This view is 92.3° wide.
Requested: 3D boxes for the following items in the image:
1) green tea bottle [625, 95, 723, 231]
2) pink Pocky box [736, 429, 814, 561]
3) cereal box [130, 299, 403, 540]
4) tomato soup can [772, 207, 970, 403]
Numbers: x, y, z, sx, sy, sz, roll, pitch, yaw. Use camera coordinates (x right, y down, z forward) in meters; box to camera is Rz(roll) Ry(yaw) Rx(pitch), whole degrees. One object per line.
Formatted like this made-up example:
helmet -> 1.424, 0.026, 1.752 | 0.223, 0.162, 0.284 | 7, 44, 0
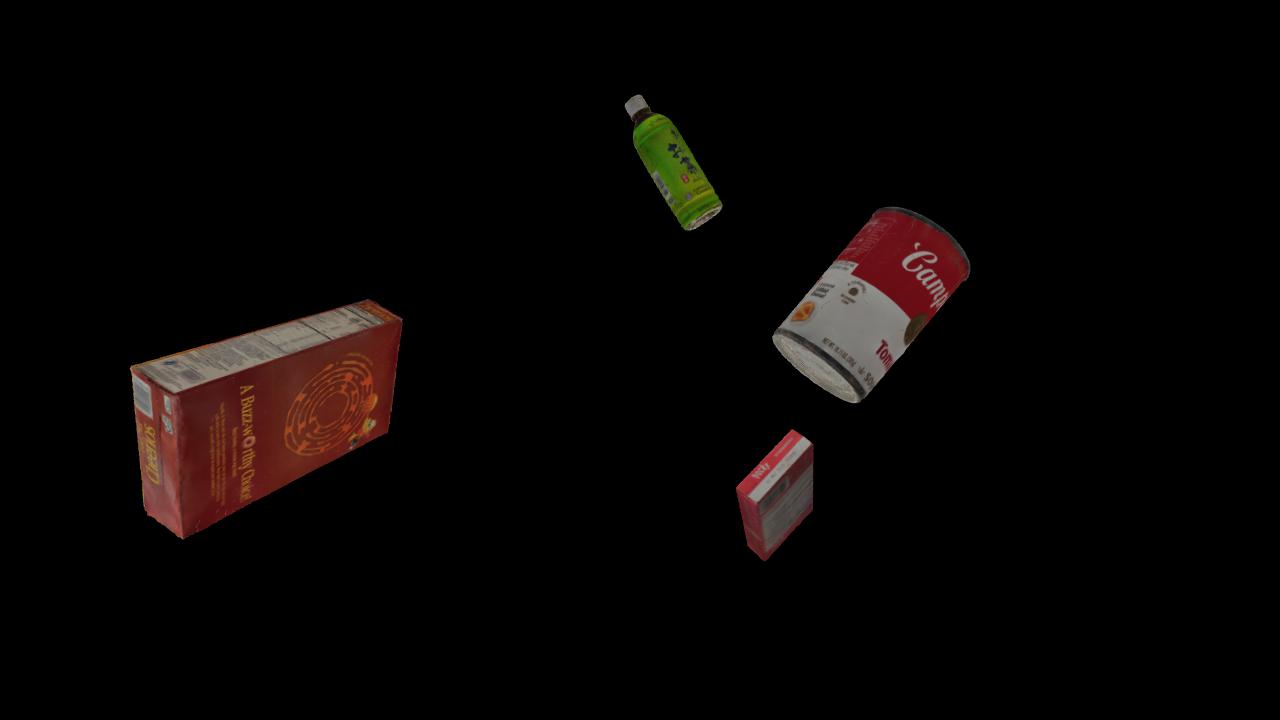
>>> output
green tea bottle -> 0.042, -0.301, 0.926 | 0.073, 0.212, 0.073 | -32, 0, 0
pink Pocky box -> 0.141, 0.143, 0.628 | 0.029, 0.084, 0.155 | 37, -20, 34
cereal box -> -0.447, 0.057, 0.778 | 0.081, 0.203, 0.306 | 27, 28, 15
tomato soup can -> 0.137, -0.032, 0.372 | 0.068, 0.101, 0.068 | 41, -2, 2
